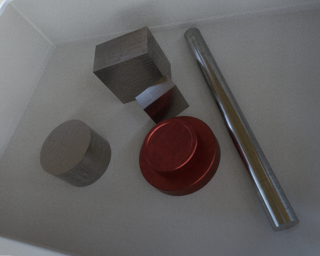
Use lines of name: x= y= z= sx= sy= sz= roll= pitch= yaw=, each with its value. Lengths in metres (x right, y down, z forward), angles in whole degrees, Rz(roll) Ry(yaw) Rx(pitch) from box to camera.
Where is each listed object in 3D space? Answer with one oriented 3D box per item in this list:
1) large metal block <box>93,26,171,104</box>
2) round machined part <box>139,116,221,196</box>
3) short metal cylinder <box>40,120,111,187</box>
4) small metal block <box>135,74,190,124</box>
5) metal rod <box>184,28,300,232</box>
large metal block: x=-0.036 y=-0.086 z=0.441 sx=0.080 sy=0.080 sz=0.050 roll=-15 pitch=56 yaw=19
round machined part: x=0.018 y=0.027 z=0.368 sx=0.098 sy=0.042 sz=0.098 roll=-13 pitch=56 yaw=20
short metal cylinder: x=-0.115 y=0.035 z=0.427 sx=0.080 sy=0.050 sz=0.080 roll=-13 pitch=56 yaw=20
small metal block: x=0.004 y=-0.034 z=0.407 sx=0.050 sy=0.050 sz=0.025 roll=-37 pitch=51 yaw=3
metal rod: x=0.083 y=-0.024 z=0.376 sx=0.025 sy=0.025 sz=0.299 roll=-26 pitch=53 yaw=12
